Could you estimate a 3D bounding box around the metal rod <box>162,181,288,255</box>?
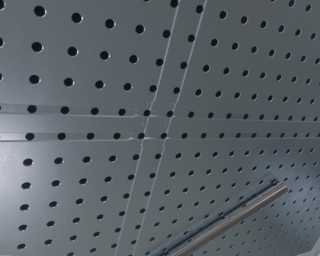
[{"bbox_3d":[0.116,0.188,0.591,0.302,0.025,0.025,-29,128,-10],"label":"metal rod"}]
